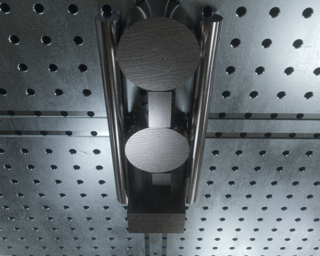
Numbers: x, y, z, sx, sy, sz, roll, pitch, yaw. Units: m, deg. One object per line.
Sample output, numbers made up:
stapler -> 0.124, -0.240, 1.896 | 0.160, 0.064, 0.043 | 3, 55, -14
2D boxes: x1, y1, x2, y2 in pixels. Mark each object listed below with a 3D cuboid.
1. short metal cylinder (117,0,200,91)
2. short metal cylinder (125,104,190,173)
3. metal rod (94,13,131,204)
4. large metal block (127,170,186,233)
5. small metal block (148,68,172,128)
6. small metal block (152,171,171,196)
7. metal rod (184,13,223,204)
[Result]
short metal cylinder -> -0.001, -0.085, 0.322 | 0.081, 0.050, 0.079 | 0, 130, 0
short metal cylinder -> -0.003, 0.013, 0.406 | 0.081, 0.050, 0.079 | 0, 130, 0
metal rod -> -0.056, 0.001, 0.410 | 0.025, 0.025, 0.298 | 0, 130, -1
large metal block -> -0.005, 0.110, 0.469 | 0.081, 0.080, 0.050 | 1, 130, -1
small metal block -> 0.000, -0.036, 0.363 | 0.025, 0.050, 0.050 | 1, 130, -1
small metal block -> 0.002, 0.063, 0.448 | 0.025, 0.050, 0.050 | 0, 130, 0
metal rod -> 0.050, 0.001, 0.412 | 0.025, 0.025, 0.298 | 0, 130, -1
